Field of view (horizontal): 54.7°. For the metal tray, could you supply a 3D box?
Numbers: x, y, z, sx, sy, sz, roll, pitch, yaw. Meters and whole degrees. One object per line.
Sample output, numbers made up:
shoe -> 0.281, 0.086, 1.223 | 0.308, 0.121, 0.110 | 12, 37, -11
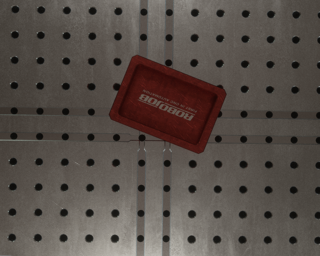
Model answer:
metal tray -> 0.010, -0.030, 0.410 | 0.131, 0.030, 0.090 | 22, 90, -1
